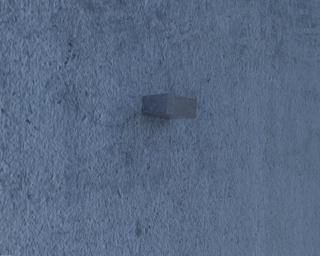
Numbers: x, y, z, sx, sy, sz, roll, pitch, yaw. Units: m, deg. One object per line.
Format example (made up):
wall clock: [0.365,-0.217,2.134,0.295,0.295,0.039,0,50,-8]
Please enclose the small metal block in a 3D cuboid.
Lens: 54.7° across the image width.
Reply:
small metal block: [0.012,-0.027,0.401,0.050,0.050,0.025,7,86,-40]
